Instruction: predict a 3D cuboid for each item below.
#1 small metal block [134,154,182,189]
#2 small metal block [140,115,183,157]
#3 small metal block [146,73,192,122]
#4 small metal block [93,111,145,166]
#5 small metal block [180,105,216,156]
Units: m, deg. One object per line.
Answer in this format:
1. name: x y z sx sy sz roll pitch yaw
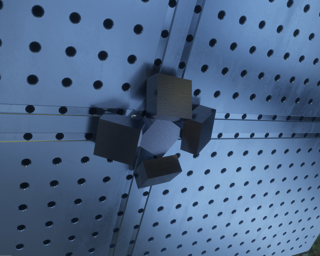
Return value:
1. small metal block: -0.004 0.061 0.432 0.050 0.025 0.050 -9 158 -24
2. small metal block: -0.004 0.006 0.414 0.050 0.025 0.050 -49 129 6
3. small metal block: 0.012 -0.036 0.381 0.050 0.025 0.050 6 79 -31
4. small metal block: -0.050 0.013 0.378 0.050 0.025 0.050 16 115 2
5. small metal block: 0.053 0.002 0.428 0.050 0.025 0.050 -38 141 -51
